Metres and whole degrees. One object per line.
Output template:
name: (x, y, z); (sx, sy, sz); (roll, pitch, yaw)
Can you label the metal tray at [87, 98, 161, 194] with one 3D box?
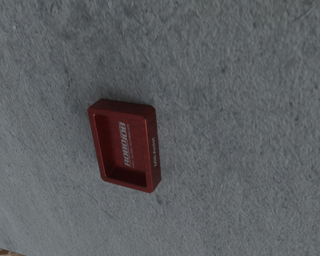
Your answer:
metal tray: (-0.049, 0.027, 0.446); (0.090, 0.030, 0.129); (10, 123, 23)
